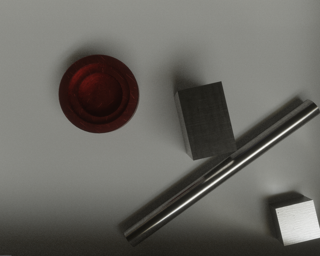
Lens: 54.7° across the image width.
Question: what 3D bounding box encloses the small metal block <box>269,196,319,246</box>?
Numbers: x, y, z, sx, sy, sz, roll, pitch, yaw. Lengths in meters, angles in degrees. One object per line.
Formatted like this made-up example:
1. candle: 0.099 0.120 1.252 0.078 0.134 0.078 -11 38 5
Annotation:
1. small metal block: 0.180 0.123 0.414 0.050 0.025 0.050 -13 90 -1

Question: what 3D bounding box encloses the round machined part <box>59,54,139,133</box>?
1. round machined part: -0.076 -0.042 0.402 0.099 0.042 0.097 0 90 -1

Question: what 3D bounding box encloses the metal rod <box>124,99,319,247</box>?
1. metal rod: 0.082 0.059 0.412 0.301 0.025 0.025 -36 90 -1

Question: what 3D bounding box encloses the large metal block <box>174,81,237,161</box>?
1. large metal block: 0.053 -0.008 0.385 0.050 0.080 0.080 -13 90 0
